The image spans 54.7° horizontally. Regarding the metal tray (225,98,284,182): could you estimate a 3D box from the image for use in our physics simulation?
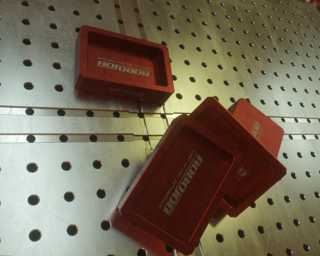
[{"bbox_3d":[0.130,0.025,0.462,0.090,0.030,0.130,37,51,-4],"label":"metal tray"}]

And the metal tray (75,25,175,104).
[{"bbox_3d":[-0.049,-0.087,0.432,0.131,0.030,0.090,7,58,-25],"label":"metal tray"}]

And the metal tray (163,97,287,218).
[{"bbox_3d":[0.078,0.035,0.389,0.130,0.090,0.030,45,11,3],"label":"metal tray"}]

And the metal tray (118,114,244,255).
[{"bbox_3d":[0.025,0.061,0.349,0.090,0.030,0.130,34,76,-6],"label":"metal tray"}]
